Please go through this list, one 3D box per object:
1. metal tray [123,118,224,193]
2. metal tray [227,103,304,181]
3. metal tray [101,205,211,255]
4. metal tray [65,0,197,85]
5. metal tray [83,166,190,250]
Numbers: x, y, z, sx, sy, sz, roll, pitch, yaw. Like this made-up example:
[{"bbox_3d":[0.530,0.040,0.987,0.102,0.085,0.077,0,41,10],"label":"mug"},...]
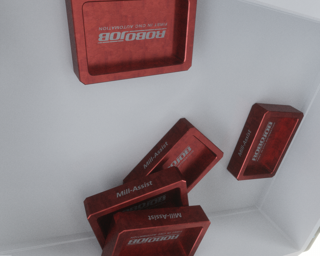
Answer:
[{"bbox_3d":[0.021,0.059,0.455,0.130,0.030,0.090,-47,130,5],"label":"metal tray"},{"bbox_3d":[0.175,0.025,0.519,0.091,0.030,0.129,1,118,-29],"label":"metal tray"},{"bbox_3d":[-0.005,0.151,0.421,0.131,0.030,0.089,3,123,-26],"label":"metal tray"},{"bbox_3d":[-0.027,-0.101,0.329,0.131,0.030,0.089,-12,124,-22],"label":"metal tray"},{"bbox_3d":[-0.027,0.112,0.422,0.131,0.030,0.089,-19,130,-11],"label":"metal tray"}]
